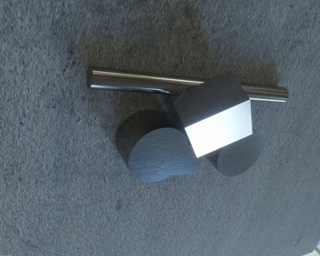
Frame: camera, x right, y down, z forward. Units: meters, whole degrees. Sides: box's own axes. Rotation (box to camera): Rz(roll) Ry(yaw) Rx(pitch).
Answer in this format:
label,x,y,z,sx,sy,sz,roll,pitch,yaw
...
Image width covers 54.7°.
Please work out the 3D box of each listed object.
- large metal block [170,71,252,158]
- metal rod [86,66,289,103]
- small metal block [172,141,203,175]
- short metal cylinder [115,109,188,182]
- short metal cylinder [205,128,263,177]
label,x,y,z,sx,sy,sz,roll,pitch,yaw
large metal block,0.068,-0.015,0.397,0.080,0.050,0.080,-24,145,3
metal rod,0.056,-0.053,0.406,0.303,0.025,0.025,1,118,-29
small metal block,0.034,0.041,0.453,0.050,0.025,0.050,2,118,-29
short metal cylinder,-0.011,0.022,0.399,0.081,0.050,0.079,-14,124,-21
short metal cylinder,0.106,0.026,0.466,0.081,0.050,0.079,-14,124,-21
